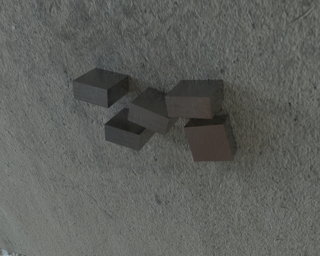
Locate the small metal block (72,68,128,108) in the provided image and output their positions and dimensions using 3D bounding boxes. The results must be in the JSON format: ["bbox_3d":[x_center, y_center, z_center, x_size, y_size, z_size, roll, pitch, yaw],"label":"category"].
[{"bbox_3d":[-0.075,-0.053,0.398,0.050,0.050,0.025,16,125,19],"label":"small metal block"}]

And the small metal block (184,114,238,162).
[{"bbox_3d":[0.063,0.013,0.382,0.050,0.025,0.050,-5,116,30],"label":"small metal block"}]

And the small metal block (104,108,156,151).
[{"bbox_3d":[-0.038,0.000,0.411,0.050,0.050,0.025,16,125,19],"label":"small metal block"}]

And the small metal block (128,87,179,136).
[{"bbox_3d":[-0.004,-0.022,0.379,0.050,0.050,0.025,23,127,14],"label":"small metal block"}]

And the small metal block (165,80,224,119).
[{"bbox_3d":[0.040,-0.034,0.349,0.050,0.050,0.025,4,120,26],"label":"small metal block"}]
